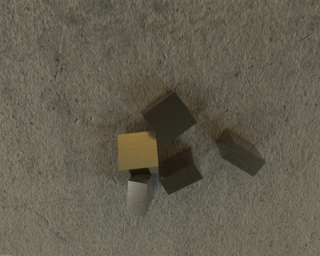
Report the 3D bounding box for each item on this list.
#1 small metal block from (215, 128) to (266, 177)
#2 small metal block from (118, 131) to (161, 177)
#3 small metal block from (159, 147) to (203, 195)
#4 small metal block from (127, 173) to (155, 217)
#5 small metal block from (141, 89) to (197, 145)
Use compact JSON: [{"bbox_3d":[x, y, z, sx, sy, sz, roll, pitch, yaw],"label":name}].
[{"bbox_3d":[0.105,0.031,0.409,0.050,0.050,0.025,31,107,-11],"label":"small metal block"},{"bbox_3d":[-0.027,0.034,0.406,0.050,0.050,0.025,-7,153,3],"label":"small metal block"},{"bbox_3d":[0.027,0.057,0.418,0.050,0.050,0.025,-28,108,9],"label":"small metal block"},{"bbox_3d":[-0.025,0.084,0.424,0.025,0.050,0.050,8,111,10],"label":"small metal block"},{"bbox_3d":[0.011,-0.014,0.401,0.050,0.025,0.050,-37,106,3],"label":"small metal block"}]
